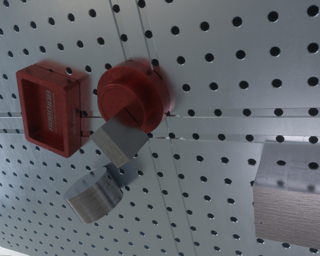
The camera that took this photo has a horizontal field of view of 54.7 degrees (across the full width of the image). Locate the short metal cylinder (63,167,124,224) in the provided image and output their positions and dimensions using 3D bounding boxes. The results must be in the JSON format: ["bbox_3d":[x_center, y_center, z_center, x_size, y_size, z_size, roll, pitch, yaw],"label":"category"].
[{"bbox_3d":[-0.106,0.107,0.498,0.080,0.080,0.050,-21,107,36],"label":"short metal cylinder"}]

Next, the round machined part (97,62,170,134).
[{"bbox_3d":[-0.041,-0.033,0.402,0.098,0.042,0.097,13,124,21],"label":"round machined part"}]

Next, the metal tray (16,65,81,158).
[{"bbox_3d":[-0.171,-0.023,0.483,0.090,0.030,0.129,20,126,16],"label":"metal tray"}]

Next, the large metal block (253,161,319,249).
[{"bbox_3d":[0.158,0.090,0.368,0.080,0.050,0.080,3,120,27],"label":"large metal block"}]

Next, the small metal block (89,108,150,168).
[{"bbox_3d":[-0.047,0.011,0.373,0.025,0.050,0.050,-34,99,38],"label":"small metal block"}]
